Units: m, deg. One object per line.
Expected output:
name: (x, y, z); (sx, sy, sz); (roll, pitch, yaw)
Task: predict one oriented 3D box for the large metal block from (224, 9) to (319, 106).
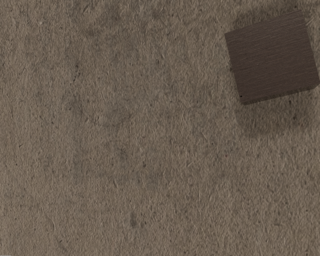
large metal block: (0.125, -0.075, 0.352); (0.080, 0.050, 0.080); (-14, 86, 19)
